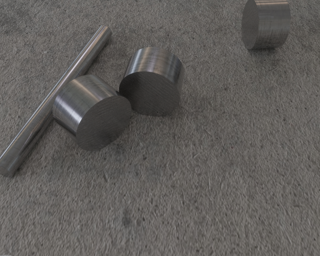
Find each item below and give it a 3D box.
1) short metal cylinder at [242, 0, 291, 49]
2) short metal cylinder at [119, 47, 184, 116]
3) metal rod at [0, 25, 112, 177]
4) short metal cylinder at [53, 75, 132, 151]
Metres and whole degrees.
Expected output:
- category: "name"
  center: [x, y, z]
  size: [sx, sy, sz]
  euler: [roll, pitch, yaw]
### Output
- category: "short metal cylinder"
  center: [0.173, -0.173, 0.514]
  size: [0.050, 0.080, 0.080]
  euler: [-4, 50, -3]
- category: "short metal cylinder"
  center: [-0.010, -0.061, 0.419]
  size: [0.080, 0.080, 0.050]
  euler: [7, 51, 6]
- category: "metal rod"
  center: [-0.140, -0.060, 0.452]
  size: [0.025, 0.025, 0.300]
  euler: [13, 51, 11]
- category: "short metal cylinder"
  center: [-0.083, -0.019, 0.383]
  size: [0.080, 0.080, 0.050]
  euler: [-35, 59, -26]
